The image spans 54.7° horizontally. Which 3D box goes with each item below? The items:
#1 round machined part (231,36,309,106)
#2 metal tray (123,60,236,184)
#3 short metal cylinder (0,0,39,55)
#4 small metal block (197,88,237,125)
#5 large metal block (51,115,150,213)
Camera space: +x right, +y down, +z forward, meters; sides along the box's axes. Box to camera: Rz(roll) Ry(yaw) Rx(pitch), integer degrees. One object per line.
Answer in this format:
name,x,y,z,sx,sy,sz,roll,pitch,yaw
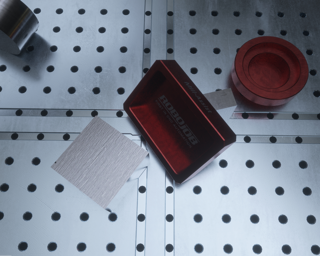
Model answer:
round machined part,0.148,-0.075,0.431,0.099,0.042,0.098,0,70,0
metal tray,0.019,-0.009,0.382,0.030,0.090,0.130,-15,64,-51
short metal cylinder,-0.221,-0.149,0.435,0.080,0.080,0.050,23,72,8
small metal block,0.068,-0.025,0.408,0.050,0.050,0.025,-13,71,-5
large metal block,-0.069,0.045,0.381,0.080,0.050,0.080,35,74,11
